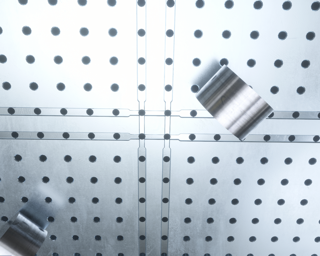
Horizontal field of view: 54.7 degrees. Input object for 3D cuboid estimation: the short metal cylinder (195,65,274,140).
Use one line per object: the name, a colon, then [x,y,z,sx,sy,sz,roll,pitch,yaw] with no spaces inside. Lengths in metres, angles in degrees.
short metal cylinder: [0.089,-0.031,0.374,0.080,0.080,0.050,39,105,-14]

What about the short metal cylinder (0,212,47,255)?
short metal cylinder: [-0.210,0.168,0.443,0.080,0.080,0.050,-43,105,14]
